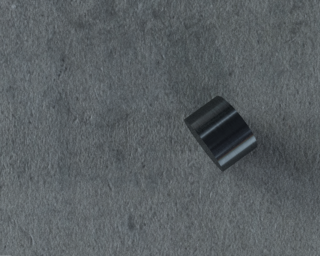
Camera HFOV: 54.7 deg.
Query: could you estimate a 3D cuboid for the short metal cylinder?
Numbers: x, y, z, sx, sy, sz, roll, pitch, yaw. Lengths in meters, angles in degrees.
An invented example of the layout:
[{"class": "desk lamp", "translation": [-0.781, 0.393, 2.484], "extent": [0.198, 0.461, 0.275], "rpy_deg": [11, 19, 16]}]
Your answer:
[{"class": "short metal cylinder", "translation": [0.074, 0.007, 0.384], "extent": [0.050, 0.080, 0.080], "rpy_deg": [-36, 90, 0]}]
